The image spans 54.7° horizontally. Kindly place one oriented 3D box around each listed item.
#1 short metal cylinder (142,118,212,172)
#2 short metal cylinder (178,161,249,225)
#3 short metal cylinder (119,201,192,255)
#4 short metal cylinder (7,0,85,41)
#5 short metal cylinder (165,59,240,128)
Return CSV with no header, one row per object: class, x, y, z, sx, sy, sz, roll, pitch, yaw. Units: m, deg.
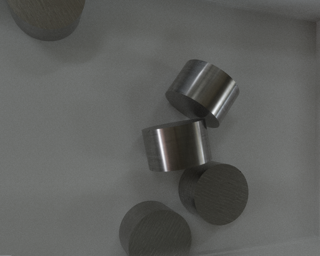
short metal cylinder,0.021,0.020,0.389,0.081,0.080,0.050,-12,94,-20
short metal cylinder,0.072,0.086,0.424,0.081,0.050,0.080,0,90,-20
short metal cylinder,-0.007,0.138,0.395,0.081,0.050,0.080,0,90,-20
short metal cylinder,-0.128,-0.144,0.350,0.081,0.050,0.080,0,90,-20
short metal cylinder,0.054,-0.043,0.401,0.080,0.080,0.050,37,78,-17
